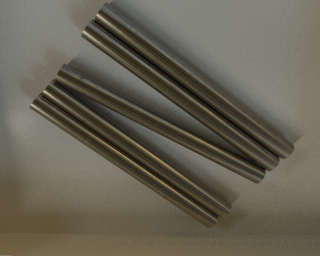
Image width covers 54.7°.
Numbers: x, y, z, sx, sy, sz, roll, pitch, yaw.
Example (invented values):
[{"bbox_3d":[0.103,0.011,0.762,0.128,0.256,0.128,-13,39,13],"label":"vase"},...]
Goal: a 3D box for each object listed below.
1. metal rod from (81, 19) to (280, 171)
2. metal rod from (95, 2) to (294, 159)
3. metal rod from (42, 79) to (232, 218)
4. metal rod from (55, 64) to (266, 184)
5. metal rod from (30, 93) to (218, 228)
[{"bbox_3d":[0.035,-0.034,0.397,0.301,0.025,0.025,35,106,-12],"label":"metal rod"},{"bbox_3d":[0.052,-0.052,0.391,0.301,0.025,0.025,35,106,-12],"label":"metal rod"},{"bbox_3d":[-0.022,0.035,0.423,0.301,0.025,0.025,36,106,-13],"label":"metal rod"},{"bbox_3d":[0.008,-0.001,0.410,0.301,0.025,0.025,27,108,-10],"label":"metal rod"},{"bbox_3d":[-0.040,0.051,0.428,0.301,0.025,0.025,36,106,-13],"label":"metal rod"}]
